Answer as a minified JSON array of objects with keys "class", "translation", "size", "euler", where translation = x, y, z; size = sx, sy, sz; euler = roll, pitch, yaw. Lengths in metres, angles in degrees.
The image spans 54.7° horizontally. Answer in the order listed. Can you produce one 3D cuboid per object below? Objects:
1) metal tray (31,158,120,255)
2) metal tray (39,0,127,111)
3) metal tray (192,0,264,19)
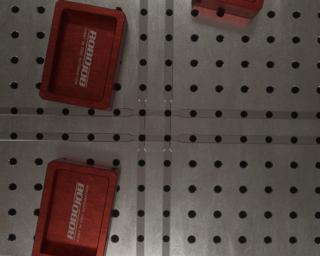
[{"class":"metal tray","translation":[-0.109,0.112,0.409],"size":[0.091,0.030,0.129],"euler":[10,90,-1]},{"class":"metal tray","translation":[-0.099,-0.093,0.409],"size":[0.091,0.030,0.129],"euler":[10,90,-1]},{"class":"metal tray","translation":[0.102,-0.223,0.412],"size":[0.091,0.030,0.129],"euler":[14,90,-1]}]
